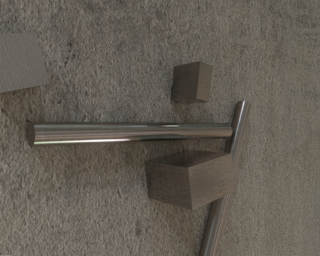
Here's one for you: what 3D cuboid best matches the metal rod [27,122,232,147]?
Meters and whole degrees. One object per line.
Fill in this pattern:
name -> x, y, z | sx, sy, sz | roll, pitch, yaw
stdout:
metal rod -> -0.010, 0.005, 0.398 | 0.302, 0.025, 0.025 | 0, 91, -40

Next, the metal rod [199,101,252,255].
metal rod -> 0.101, 0.098, 0.492 | 0.025, 0.025, 0.299 | 28, 73, -37

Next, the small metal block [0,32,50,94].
small metal block -> -0.139, -0.060, 0.289 | 0.050, 0.025, 0.050 | -20, 103, -38

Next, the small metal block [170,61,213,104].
small metal block -> 0.043, -0.061, 0.427 | 0.025, 0.050, 0.050 | 11, 83, -40

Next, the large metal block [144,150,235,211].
large metal block -> 0.039, 0.063, 0.404 | 0.081, 0.080, 0.050 | -11, 97, -40
